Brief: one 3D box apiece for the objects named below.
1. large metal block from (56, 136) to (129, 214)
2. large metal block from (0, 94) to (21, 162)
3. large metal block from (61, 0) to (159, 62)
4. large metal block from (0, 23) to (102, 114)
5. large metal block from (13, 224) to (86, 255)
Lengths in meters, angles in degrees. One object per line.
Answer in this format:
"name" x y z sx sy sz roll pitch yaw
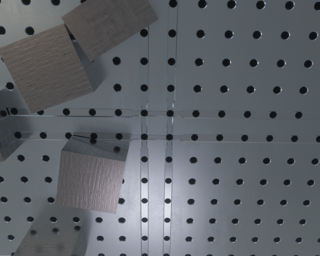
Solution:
"large metal block" -0.090 0.063 0.423 0.080 0.050 0.079 11 110 -4
"large metal block" -0.242 0.004 0.400 0.080 0.050 0.080 -11 110 4
"large metal block" -0.049 -0.121 0.339 0.080 0.080 0.050 -29 108 10
"large metal block" -0.127 -0.073 0.372 0.080 0.050 0.080 -19 109 6
"large metal block" -0.159 0.189 0.452 0.080 0.080 0.050 -3 110 1
